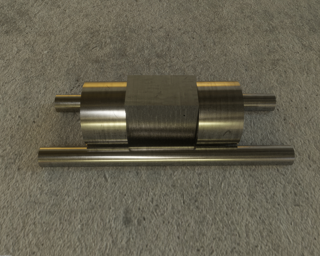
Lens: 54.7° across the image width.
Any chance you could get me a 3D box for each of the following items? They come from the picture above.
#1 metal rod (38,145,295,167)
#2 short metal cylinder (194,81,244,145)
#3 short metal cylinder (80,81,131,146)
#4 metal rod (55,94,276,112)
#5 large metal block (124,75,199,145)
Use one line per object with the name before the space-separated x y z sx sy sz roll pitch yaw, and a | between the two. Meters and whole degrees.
metal rod | 0.008 0.034 0.376 0.302 0.025 0.025 0 50 -1
short metal cylinder | 0.068 -0.018 0.384 0.050 0.080 0.080 -1 50 -1
short metal cylinder | -0.064 -0.018 0.383 0.050 0.080 0.080 -1 50 -1
metal rod | 0.008 -0.035 0.434 0.302 0.025 0.025 0 50 -1
large metal block | 0.002 -0.018 0.381 0.081 0.080 0.050 0 50 0
